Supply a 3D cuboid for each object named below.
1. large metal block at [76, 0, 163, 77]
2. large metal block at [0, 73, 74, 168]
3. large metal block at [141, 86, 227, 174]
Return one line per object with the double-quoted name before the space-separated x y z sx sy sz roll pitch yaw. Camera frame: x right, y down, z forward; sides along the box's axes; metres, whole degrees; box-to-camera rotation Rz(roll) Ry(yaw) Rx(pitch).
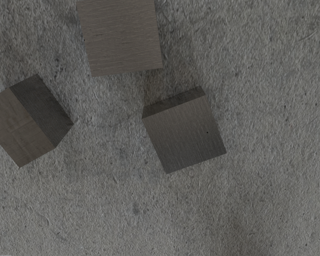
"large metal block" -0.042 -0.108 0.356 0.080 0.050 0.079 -7 110 2
"large metal block" -0.158 -0.012 0.374 0.050 0.080 0.080 -29 108 10
"large metal block" 0.030 0.002 0.397 0.080 0.050 0.080 -21 109 7
